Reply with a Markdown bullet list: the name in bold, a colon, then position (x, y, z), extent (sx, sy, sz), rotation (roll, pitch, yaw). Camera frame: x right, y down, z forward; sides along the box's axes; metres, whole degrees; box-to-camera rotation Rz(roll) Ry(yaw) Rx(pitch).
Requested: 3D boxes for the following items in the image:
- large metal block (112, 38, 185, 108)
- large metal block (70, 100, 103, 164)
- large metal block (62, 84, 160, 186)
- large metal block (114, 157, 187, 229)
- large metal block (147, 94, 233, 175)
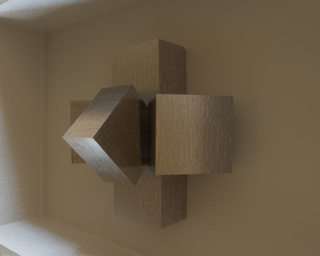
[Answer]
- **large metal block**: position (-0.016, -0.062, 0.398), extent (0.080, 0.050, 0.080), rotation (-2, 89, 40)
- **large metal block**: position (-0.085, 0.005, 0.430), extent (0.050, 0.080, 0.080), rotation (-1, 90, 4)
- **large metal block**: position (-0.049, 0.008, 0.358), extent (0.050, 0.080, 0.080), rotation (-1, 46, 39)
- **large metal block**: position (-0.013, 0.075, 0.400), extent (0.080, 0.050, 0.080), rotation (1, 91, 40)
- **large metal block**: position (0.031, 0.006, 0.335), extent (0.050, 0.081, 0.079), rotation (-174, 84, -78)
